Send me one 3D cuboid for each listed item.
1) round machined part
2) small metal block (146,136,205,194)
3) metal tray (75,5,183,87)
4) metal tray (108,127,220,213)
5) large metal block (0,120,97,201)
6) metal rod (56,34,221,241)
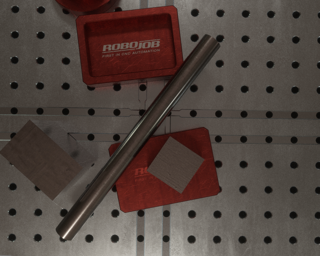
[{"bbox_3d":[-0.101,-0.201,0.403,0.099,0.042,0.097,0,90,-1],"label":"round machined part"},{"bbox_3d":[0.019,0.044,0.383,0.050,0.025,0.050,34,90,-1],"label":"small metal block"},{"bbox_3d":[-0.038,-0.106,0.410,0.131,0.030,0.089,-7,90,-1],"label":"metal tray"},{"bbox_3d":[0.006,0.054,0.411,0.131,0.030,0.089,-11,90,-1],"label":"metal tray"},{"bbox_3d":[-0.132,0.036,0.384,0.080,0.080,0.050,42,90,-1],"label":"large metal block"},{"bbox_3d":[-0.026,0.011,0.382,0.025,0.025,0.300,37,90,-1],"label":"metal rod"}]
